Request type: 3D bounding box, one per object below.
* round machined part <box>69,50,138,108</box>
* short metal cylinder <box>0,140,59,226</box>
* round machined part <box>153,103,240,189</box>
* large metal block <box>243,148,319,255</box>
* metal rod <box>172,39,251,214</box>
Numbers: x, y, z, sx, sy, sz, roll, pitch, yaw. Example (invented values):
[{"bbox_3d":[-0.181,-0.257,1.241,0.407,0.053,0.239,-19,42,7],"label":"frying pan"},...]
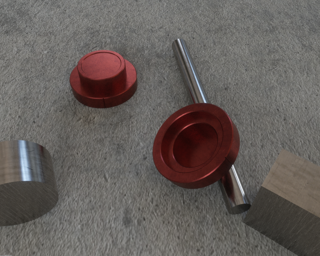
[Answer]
[{"bbox_3d":[-0.084,-0.078,0.457,0.099,0.042,0.098,0,50,0],"label":"round machined part"},{"bbox_3d":[-0.150,0.058,0.318,0.081,0.080,0.050,-16,52,-13],"label":"short metal cylinder"},{"bbox_3d":[0.044,0.023,0.354,0.098,0.042,0.098,-18,52,25],"label":"round machined part"},{"bbox_3d":[0.137,0.079,0.302,0.080,0.080,0.050,29,56,21],"label":"large metal block"},{"bbox_3d":[0.058,-0.026,0.425,0.025,0.025,0.300,-8,50,-7],"label":"metal rod"}]
